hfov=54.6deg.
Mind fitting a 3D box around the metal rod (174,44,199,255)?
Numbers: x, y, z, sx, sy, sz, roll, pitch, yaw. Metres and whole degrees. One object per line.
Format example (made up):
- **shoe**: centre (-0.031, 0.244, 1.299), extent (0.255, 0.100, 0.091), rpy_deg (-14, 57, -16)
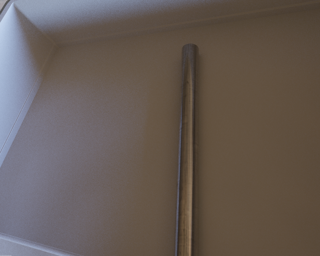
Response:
- **metal rod**: centre (0.035, 0.015, 0.378), extent (0.025, 0.025, 0.300), rpy_deg (-10, 57, 23)
